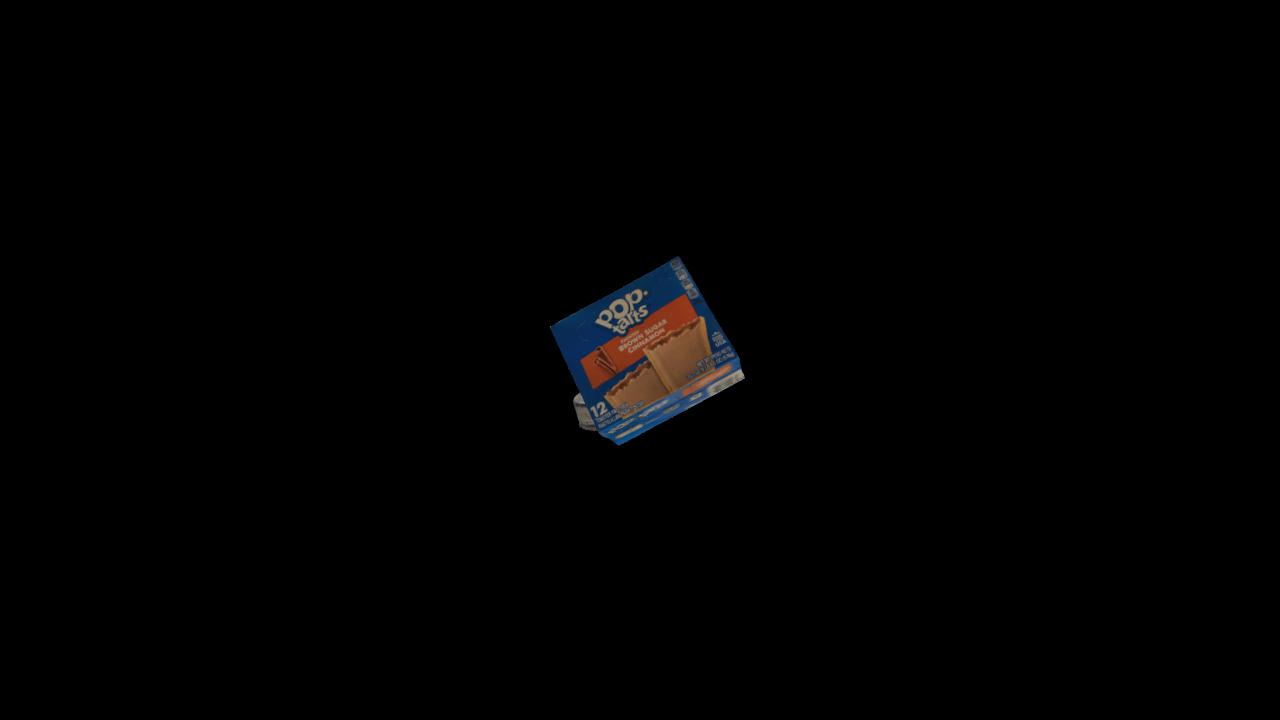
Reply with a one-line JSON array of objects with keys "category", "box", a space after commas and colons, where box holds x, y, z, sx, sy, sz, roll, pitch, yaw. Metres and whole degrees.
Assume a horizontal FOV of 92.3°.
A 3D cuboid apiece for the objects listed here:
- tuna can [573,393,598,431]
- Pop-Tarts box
[{"category": "tuna can", "box": [-0.035, 0.050, 0.724, 0.084, 0.034, 0.084, -14, 13, 3]}, {"category": "Pop-Tarts box", "box": [0.009, -0.008, 0.690, 0.167, 0.141, 0.083, -28, -23, 2]}]
